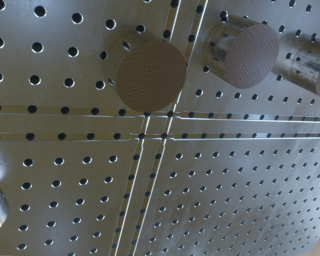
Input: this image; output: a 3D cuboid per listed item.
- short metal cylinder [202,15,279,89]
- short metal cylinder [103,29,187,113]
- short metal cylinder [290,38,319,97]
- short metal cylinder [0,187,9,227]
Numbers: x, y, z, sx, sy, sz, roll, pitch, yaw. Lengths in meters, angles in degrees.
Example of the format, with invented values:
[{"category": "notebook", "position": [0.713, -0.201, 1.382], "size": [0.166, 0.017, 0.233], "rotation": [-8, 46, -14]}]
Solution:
[{"category": "short metal cylinder", "position": [0.100, -0.096, 0.390], "size": [0.081, 0.050, 0.079], "rotation": [-14, 124, -21]}, {"category": "short metal cylinder", "position": [-0.018, -0.064, 0.346], "size": [0.081, 0.050, 0.079], "rotation": [-14, 124, -21]}, {"category": "short metal cylinder", "position": [0.250, -0.092, 0.474], "size": [0.081, 0.050, 0.079], "rotation": [-14, 124, -21]}, {"category": "short metal cylinder", "position": [-0.204, 0.077, 0.312], "size": [0.081, 0.080, 0.050], "rotation": [-18, 126, -18]}]
